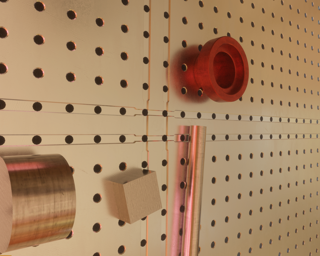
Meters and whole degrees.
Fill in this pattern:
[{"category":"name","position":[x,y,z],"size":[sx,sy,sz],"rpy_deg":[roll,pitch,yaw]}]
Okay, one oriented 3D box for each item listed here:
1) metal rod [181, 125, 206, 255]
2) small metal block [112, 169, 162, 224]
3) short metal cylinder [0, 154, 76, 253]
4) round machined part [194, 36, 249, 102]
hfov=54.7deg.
[{"category":"metal rod","position":[0.045,0.146,0.449],"size":[0.025,0.025,0.298],"rpy_deg":[7,86,-40]},{"category":"small metal block","position":[-0.028,0.084,0.388],"size":[0.050,0.025,0.050],"rpy_deg":[-16,101,-39]},{"category":"short metal cylinder","position":[-0.116,0.064,0.277],"size":[0.050,0.080,0.079],"rpy_deg":[1,90,-40]},{"category":"round machined part","position":[0.091,-0.088,0.477],"size":[0.099,0.042,0.097],"rpy_deg":[0,90,-40]}]
